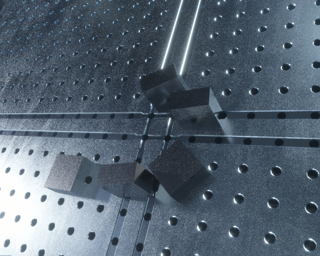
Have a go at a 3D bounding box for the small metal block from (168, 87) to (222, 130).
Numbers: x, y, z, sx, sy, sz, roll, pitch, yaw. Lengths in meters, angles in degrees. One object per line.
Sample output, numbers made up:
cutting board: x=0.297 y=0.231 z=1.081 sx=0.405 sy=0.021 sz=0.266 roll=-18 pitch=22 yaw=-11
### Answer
small metal block: x=0.044 y=-0.023 z=0.384 sx=0.050 sy=0.050 sz=0.025 roll=-6 pitch=59 yaw=25

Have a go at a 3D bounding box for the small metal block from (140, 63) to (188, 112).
small metal block: x=0.008 y=-0.053 z=0.422 sx=0.050 sy=0.050 sz=0.025 roll=-22 pitch=54 yaw=15

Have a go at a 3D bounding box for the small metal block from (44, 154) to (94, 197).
small metal block: x=-0.127 y=0.066 z=0.436 sx=0.050 sy=0.025 sz=0.050 roll=2 pitch=62 yaw=29

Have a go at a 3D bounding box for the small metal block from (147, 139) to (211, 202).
small metal block: x=0.022 y=0.050 z=0.367 sx=0.050 sy=0.025 sz=0.050 roll=-41 pitch=51 yaw=0

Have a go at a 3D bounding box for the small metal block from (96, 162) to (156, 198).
small metal block: x=-0.039 y=0.064 z=0.375 sx=0.050 sy=0.050 sz=0.025 roll=-8 pitch=59 yaw=24
